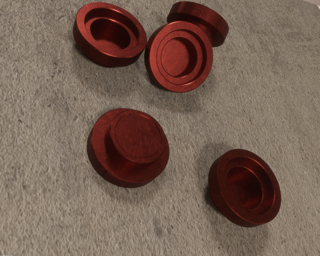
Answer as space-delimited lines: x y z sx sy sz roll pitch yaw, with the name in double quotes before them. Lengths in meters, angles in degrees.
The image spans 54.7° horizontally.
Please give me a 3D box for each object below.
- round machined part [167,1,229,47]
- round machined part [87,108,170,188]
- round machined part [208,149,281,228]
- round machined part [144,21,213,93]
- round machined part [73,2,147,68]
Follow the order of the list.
"round machined part" 0.055 -0.153 0.493 0.099 0.098 0.042 25 85 -13
"round machined part" -0.032 0.018 0.366 0.099 0.042 0.098 14 56 -21
"round machined part" 0.104 0.080 0.402 0.099 0.042 0.098 14 56 -21
"round machined part" 0.024 -0.102 0.448 0.099 0.042 0.097 -5 104 -21
"round machined part" -0.072 -0.123 0.431 0.099 0.042 0.098 14 56 -21
